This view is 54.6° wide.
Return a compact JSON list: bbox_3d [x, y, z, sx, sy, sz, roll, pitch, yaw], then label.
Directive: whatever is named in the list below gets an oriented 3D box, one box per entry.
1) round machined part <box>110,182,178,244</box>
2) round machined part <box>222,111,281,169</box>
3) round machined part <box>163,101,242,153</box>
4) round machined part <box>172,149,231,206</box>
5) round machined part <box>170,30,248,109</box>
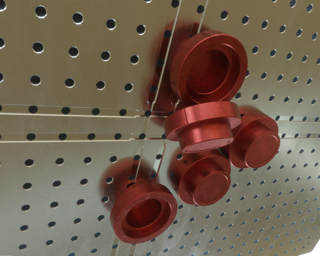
[{"bbox_3d":[-0.027,0.120,0.459,0.099,0.042,0.097,-14,124,-21],"label":"round machined part"},{"bbox_3d":[0.152,0.026,0.498,0.099,0.042,0.097,-14,124,-21],"label":"round machined part"},{"bbox_3d":[0.056,0.003,0.397,0.099,0.042,0.098,-11,165,-3],"label":"round machined part"},{"bbox_3d":[0.072,0.084,0.491,0.099,0.042,0.097,-14,124,-21],"label":"round machined part"},{"bbox_3d":[0.056,-0.072,0.385,0.099,0.042,0.097,-14,124,-21],"label":"round machined part"}]
